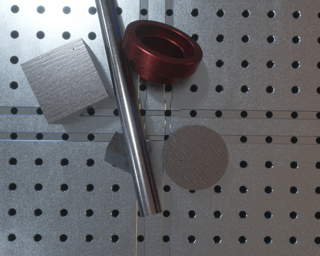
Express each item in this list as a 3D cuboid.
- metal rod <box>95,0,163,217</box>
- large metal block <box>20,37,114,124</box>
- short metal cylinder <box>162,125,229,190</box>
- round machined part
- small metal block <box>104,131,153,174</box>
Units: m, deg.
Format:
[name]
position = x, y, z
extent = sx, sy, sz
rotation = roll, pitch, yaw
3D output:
[metal rod]
position = -0.043, -0.045, 0.378
extent = 0.025, 0.025, 0.299
rotation = -13, 77, 0
[large metal block]
position = -0.116, -0.058, 0.399
extent = 0.080, 0.050, 0.080
rotation = -25, 90, -1
[short metal cylinder]
position = 0.043, 0.036, 0.402
extent = 0.081, 0.050, 0.079
rotation = 0, 90, -1
[round machined part]
position = 0.000, -0.091, 0.387
extent = 0.098, 0.098, 0.042
rotation = 24, 129, -1
[small metal block]
position = -0.042, 0.035, 0.397
extent = 0.050, 0.050, 0.025
rotation = 27, 63, -1
